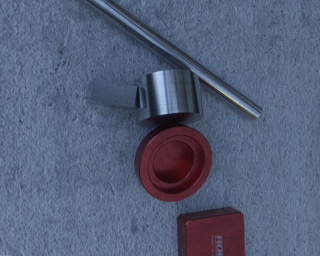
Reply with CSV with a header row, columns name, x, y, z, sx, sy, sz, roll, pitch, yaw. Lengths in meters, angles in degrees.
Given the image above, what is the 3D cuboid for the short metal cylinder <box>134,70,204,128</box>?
name,x,y,z,sx,sy,sz,roll,pitch,yaw
short metal cylinder,0.010,-0.033,0.379,0.081,0.080,0.050,-3,78,-20

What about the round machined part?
name,x,y,z,sx,sy,sz,roll,pitch,yaw
round machined part,0.014,0.041,0.398,0.099,0.042,0.097,-5,105,-21

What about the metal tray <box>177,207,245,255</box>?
name,x,y,z,sx,sy,sz,roll,pitch,yaw
metal tray,0.073,0.183,0.434,0.091,0.030,0.129,-3,91,-20

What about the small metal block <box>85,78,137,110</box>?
name,x,y,z,sx,sy,sz,roll,pitch,yaw
small metal block,-0.060,-0.040,0.374,0.050,0.050,0.025,9,87,-20

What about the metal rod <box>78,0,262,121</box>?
name,x,y,z,sx,sy,sz,roll,pitch,yaw
metal rod,0.020,-0.096,0.416,0.301,0.025,0.025,31,80,-18
